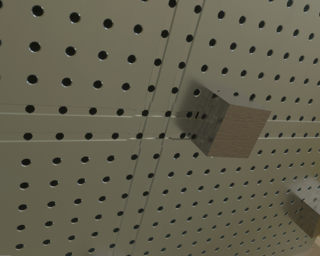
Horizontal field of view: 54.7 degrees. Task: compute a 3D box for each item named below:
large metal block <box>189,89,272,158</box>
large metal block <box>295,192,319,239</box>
[{"bbox_3d":[0.100,-0.004,0.450,0.081,0.050,0.079,6,116,-32],"label":"large metal block"},{"bbox_3d":[0.377,0.202,0.731,0.081,0.050,0.079,-16,125,-20],"label":"large metal block"}]
